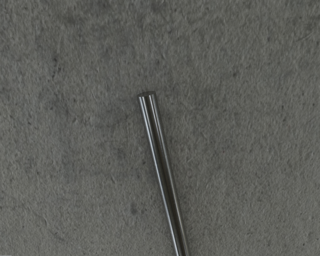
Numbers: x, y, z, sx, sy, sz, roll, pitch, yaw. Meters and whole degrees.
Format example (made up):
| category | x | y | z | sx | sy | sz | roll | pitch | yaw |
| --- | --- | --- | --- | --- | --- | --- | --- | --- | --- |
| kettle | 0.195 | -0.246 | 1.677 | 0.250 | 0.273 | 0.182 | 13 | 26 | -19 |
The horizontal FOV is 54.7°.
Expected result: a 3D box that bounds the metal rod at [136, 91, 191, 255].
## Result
| category | x | y | z | sx | sy | sz | roll | pitch | yaw |
| --- | --- | --- | --- | --- | --- | --- | --- | --- | --- |
| metal rod | 0.013 | 0.093 | 0.444 | 0.025 | 0.025 | 0.298 | -11 | 110 | 4 |
